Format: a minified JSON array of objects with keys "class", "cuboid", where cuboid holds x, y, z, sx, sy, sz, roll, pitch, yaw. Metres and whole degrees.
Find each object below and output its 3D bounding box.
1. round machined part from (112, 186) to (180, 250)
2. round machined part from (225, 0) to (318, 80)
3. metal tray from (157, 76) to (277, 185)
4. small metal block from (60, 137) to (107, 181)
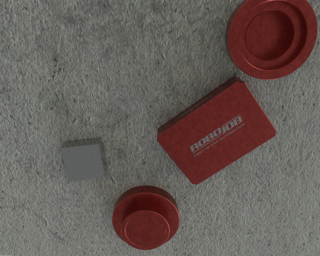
[{"class":"round machined part","cuboid":[-0.021,0.137,0.451,0.099,0.042,0.097,0,110,-1]},{"class":"round machined part","cuboid":[0.125,-0.109,0.362,0.099,0.042,0.097,0,110,-1]},{"class":"metal tray","cuboid":[0.073,0.005,0.410,0.130,0.030,0.090,-35,107,11]},{"class":"small metal block","cuboid":[-0.102,0.042,0.424,0.050,0.025,0.050,-6,110,2]}]
